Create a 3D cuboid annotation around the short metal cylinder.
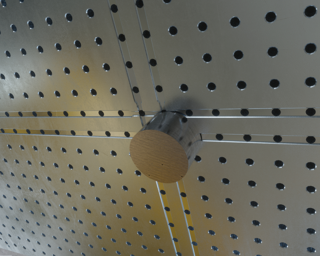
[{"bbox_3d":[0.008,0.025,0.405,0.080,0.050,0.079,13,124,20],"label":"short metal cylinder"}]
